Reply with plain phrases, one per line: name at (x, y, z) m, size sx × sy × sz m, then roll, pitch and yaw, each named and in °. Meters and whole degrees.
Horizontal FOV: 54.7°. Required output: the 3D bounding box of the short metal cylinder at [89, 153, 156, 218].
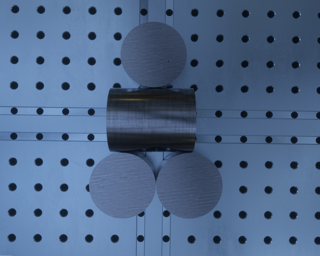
short metal cylinder at (-0.046, 0.070, 0.399) m, size 0.081 × 0.050 × 0.079 m, roll 0°, pitch 90°, yaw -1°

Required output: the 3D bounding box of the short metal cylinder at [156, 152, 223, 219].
short metal cylinder at (0.036, 0.070, 0.400) m, size 0.081 × 0.050 × 0.079 m, roll 0°, pitch 90°, yaw -1°

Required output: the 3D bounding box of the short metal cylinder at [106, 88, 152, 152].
short metal cylinder at (-0.035, -0.010, 0.386) m, size 0.050 × 0.080 × 0.079 m, roll 0°, pitch 90°, yaw 0°

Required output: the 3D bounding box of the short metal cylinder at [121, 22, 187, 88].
short metal cylinder at (-0.008, -0.089, 0.400) m, size 0.081 × 0.050 × 0.079 m, roll 0°, pitch 90°, yaw -1°

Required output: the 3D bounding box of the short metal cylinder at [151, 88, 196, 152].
short metal cylinder at (0.015, -0.010, 0.387) m, size 0.050 × 0.080 × 0.079 m, roll 0°, pitch 90°, yaw 0°
